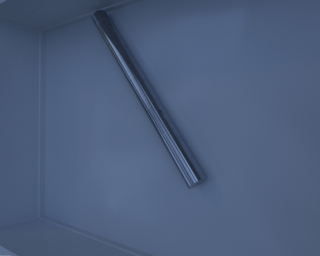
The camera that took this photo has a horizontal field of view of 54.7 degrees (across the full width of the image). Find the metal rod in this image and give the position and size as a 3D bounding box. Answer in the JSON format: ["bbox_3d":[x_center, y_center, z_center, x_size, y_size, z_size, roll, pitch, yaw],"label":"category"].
[{"bbox_3d":[-0.025,-0.054,0.425,0.025,0.025,0.299,-44,64,31],"label":"metal rod"}]
